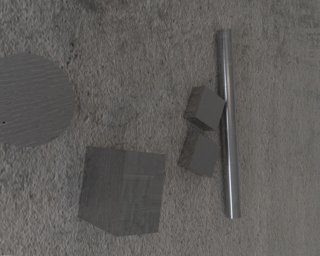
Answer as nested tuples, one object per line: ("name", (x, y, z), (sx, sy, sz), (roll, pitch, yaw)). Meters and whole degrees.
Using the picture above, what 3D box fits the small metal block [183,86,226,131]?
("small metal block", (0.066, -0.028, 0.460), (0.050, 0.025, 0.050), (30, 71, -36))

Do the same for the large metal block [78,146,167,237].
("large metal block", (-0.042, 0.063, 0.333), (0.050, 0.080, 0.080), (10, 84, -40))

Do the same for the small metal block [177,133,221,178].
("small metal block", (0.058, 0.040, 0.453), (0.050, 0.025, 0.050), (30, 71, -36))

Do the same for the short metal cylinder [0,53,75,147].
("short metal cylinder", (-0.126, -0.024, 0.283), (0.081, 0.050, 0.080), (0, 90, -40))

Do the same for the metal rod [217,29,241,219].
("metal rod", (0.111, -0.005, 0.497), (0.025, 0.025, 0.298), (-6, 94, -40))
